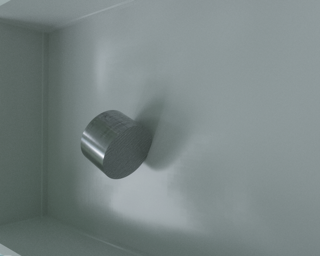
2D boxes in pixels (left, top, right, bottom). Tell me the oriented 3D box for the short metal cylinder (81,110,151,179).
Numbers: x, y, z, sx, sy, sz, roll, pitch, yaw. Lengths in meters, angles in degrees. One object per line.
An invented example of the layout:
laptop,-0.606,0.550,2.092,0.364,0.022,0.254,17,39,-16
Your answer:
short metal cylinder,-0.059,0.022,0.421,0.050,0.081,0.080,32,110,35
